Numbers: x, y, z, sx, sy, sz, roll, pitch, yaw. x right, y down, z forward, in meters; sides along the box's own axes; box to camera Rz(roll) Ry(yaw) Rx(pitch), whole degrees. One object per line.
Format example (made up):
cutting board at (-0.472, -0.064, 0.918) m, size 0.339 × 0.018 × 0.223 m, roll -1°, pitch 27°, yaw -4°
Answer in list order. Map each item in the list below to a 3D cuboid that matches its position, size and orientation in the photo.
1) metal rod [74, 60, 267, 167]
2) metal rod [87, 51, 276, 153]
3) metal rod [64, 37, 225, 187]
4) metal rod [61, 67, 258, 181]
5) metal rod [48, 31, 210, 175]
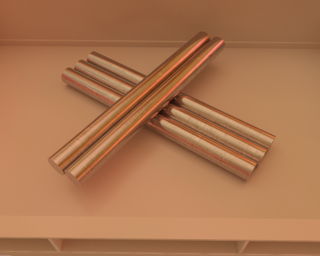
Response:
metal rod at (0.000, -0.029, 0.427) m, size 0.300 × 0.025 × 0.025 m, roll 28°, pitch 55°, yaw 21°
metal rod at (0.015, -0.045, 0.441) m, size 0.300 × 0.025 × 0.025 m, roll 28°, pitch 56°, yaw 21°
metal rod at (-0.001, -0.038, 0.403) m, size 0.025 × 0.025 × 0.301 m, roll 30°, pitch 56°, yaw 23°
metal rod at (-0.016, -0.014, 0.415) m, size 0.300 × 0.025 × 0.025 m, roll 28°, pitch 55°, yaw 21°
metal rod at (-0.022, -0.050, 0.412) m, size 0.025 × 0.025 × 0.301 m, roll 30°, pitch 56°, yaw 23°
